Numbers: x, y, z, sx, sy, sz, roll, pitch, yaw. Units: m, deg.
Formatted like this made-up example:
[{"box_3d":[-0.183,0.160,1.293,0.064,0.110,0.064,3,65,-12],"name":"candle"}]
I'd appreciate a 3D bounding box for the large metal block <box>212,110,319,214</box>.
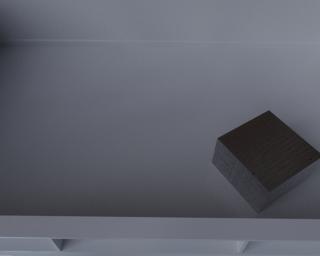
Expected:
[{"box_3d":[0.120,0.037,0.359,0.081,0.050,0.080,-26,55,-20],"name":"large metal block"}]
